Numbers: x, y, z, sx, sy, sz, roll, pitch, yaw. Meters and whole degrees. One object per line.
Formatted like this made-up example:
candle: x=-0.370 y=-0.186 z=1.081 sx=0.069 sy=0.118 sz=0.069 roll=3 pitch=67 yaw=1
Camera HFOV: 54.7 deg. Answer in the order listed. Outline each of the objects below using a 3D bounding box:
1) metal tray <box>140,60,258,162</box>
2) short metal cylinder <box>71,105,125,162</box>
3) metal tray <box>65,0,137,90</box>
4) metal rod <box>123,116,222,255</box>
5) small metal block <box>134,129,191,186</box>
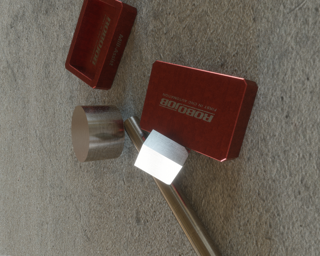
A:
metal tray: x=0.039 y=-0.024 z=0.368 sx=0.130 sy=0.030 sz=0.089 roll=21 pitch=103 yaw=37
short metal cylinder: x=-0.091 y=0.007 z=0.446 sx=0.080 sy=0.050 sz=0.079 roll=8 pitch=100 yaw=57
metal tray: x=-0.094 y=-0.135 z=0.476 sx=0.090 sy=0.030 sz=0.129 roll=35 pitch=111 yaw=34
metal rod: x=0.032 y=0.107 z=0.376 sx=0.025 sy=0.025 sz=0.299 roll=-47 pitch=63 yaw=30
small metal block: x=0.002 y=0.036 z=0.370 sx=0.050 sy=0.025 sz=0.050 roll=30 pitch=141 yaw=4
